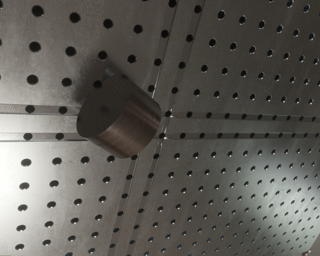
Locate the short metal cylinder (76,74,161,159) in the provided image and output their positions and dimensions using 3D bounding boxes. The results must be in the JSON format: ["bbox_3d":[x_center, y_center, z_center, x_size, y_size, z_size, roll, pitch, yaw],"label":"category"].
[{"bbox_3d":[-0.046,-0.013,0.344,0.080,0.080,0.050,-47,129,5],"label":"short metal cylinder"}]
